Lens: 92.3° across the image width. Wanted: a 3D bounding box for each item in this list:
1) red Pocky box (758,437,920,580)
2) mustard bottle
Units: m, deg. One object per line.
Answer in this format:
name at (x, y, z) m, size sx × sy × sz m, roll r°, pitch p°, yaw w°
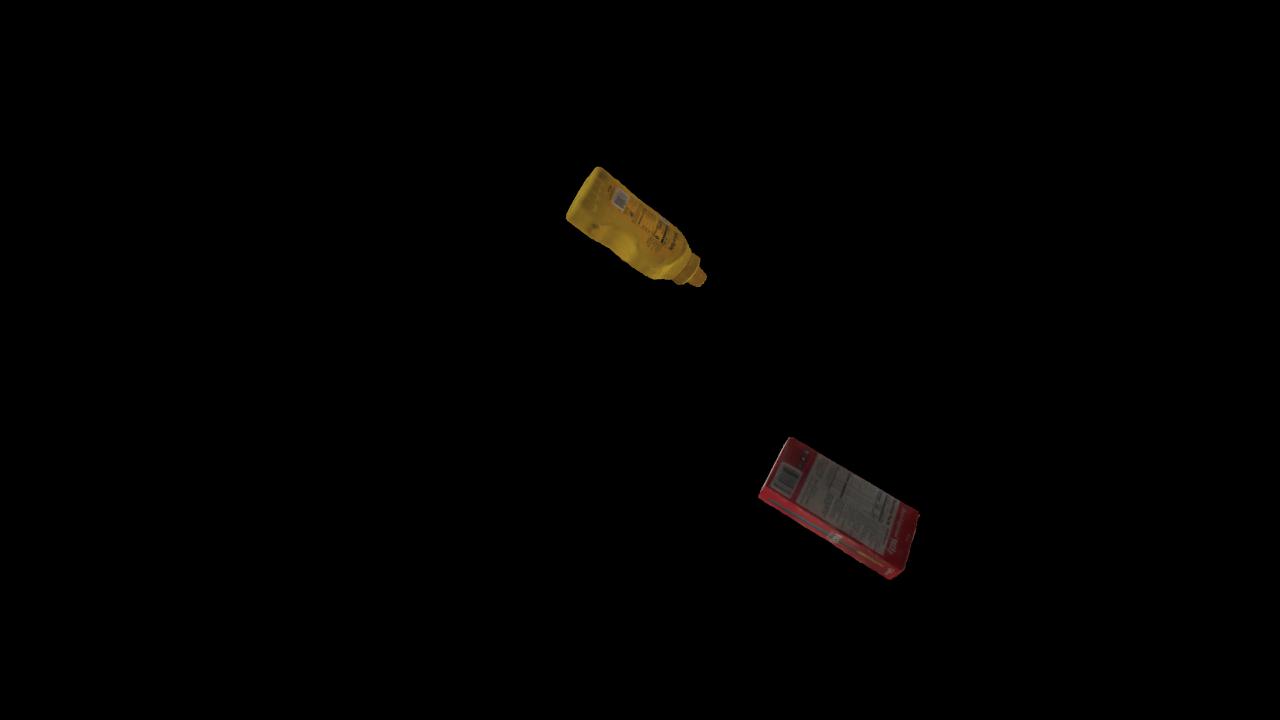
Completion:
red Pocky box at (0.207, 0.152, 0.644) m, size 0.155 × 0.028 × 0.083 m, roll 31°, pitch 47°, yaw 12°
mustard bottle at (0.006, -0.144, 0.727) m, size 0.184 × 0.092 × 0.054 m, roll 34°, pitch -50°, yaw -17°
